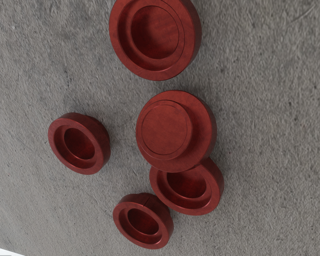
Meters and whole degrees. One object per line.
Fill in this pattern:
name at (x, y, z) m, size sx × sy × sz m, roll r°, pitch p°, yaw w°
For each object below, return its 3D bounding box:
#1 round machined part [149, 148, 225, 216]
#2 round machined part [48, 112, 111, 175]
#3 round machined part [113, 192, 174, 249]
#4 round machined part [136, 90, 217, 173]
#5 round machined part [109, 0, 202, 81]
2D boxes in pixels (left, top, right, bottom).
round machined part at (0.039, 0.067, 0.417) m, size 0.098 × 0.042 × 0.097 m, roll 13°, pitch 124°, yaw 21°
round machined part at (-0.116, 0.019, 0.469) m, size 0.098 × 0.042 × 0.097 m, roll 13°, pitch 124°, yaw 21°
round machined part at (-0.023, 0.143, 0.496) m, size 0.098 × 0.042 × 0.097 m, roll 13°, pitch 124°, yaw 21°
round machined part at (0.013, 0.003, 0.362) m, size 0.098 × 0.042 × 0.097 m, roll -2°, pitch 85°, yaw 26°
round machined part at (-0.002, -0.104, 0.333) m, size 0.098 × 0.042 × 0.097 m, roll 13°, pitch 124°, yaw 21°
